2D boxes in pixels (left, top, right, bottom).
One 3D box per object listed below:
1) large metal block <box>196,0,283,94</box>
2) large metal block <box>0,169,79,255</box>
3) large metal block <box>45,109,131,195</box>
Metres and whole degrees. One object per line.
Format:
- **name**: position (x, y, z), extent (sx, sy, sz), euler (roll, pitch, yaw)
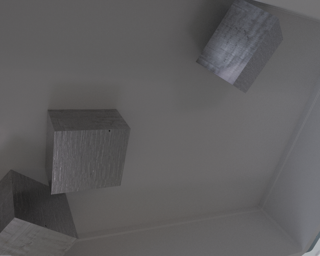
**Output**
- **large metal block**: position (0.097, -0.092, 0.366), extent (0.080, 0.050, 0.080), euler (-58, 159, 13)
- **large metal block**: position (-0.150, 0.105, 0.356), extent (0.050, 0.080, 0.080), euler (-47, 129, 5)
- **large metal block**: position (-0.086, 0.025, 0.361), extent (0.081, 0.050, 0.079), euler (-2, 120, -28)
